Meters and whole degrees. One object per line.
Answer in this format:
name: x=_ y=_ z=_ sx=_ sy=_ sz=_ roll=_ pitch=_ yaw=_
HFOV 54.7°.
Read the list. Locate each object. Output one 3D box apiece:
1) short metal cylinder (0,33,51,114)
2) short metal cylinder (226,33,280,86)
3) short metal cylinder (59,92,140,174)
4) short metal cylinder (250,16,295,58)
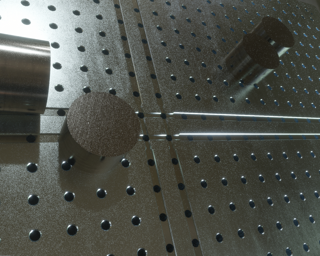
short metal cylinder: x=-0.148 y=-0.056 z=0.328 sx=0.050 sy=0.080 sz=0.080 roll=3 pitch=60 yaw=-27
short metal cylinder: x=0.167 y=-0.123 z=0.560 sx=0.081 sy=0.050 sz=0.080 roll=14 pitch=56 yaw=-21
short metal cylinder: x=-0.069 y=0.006 z=0.352 sx=0.081 sy=0.050 sz=0.080 roll=14 pitch=56 yaw=-21
short metal cylinder: x=0.219 y=-0.176 z=0.621 sx=0.081 sy=0.050 sz=0.080 roll=14 pitch=56 yaw=-21
